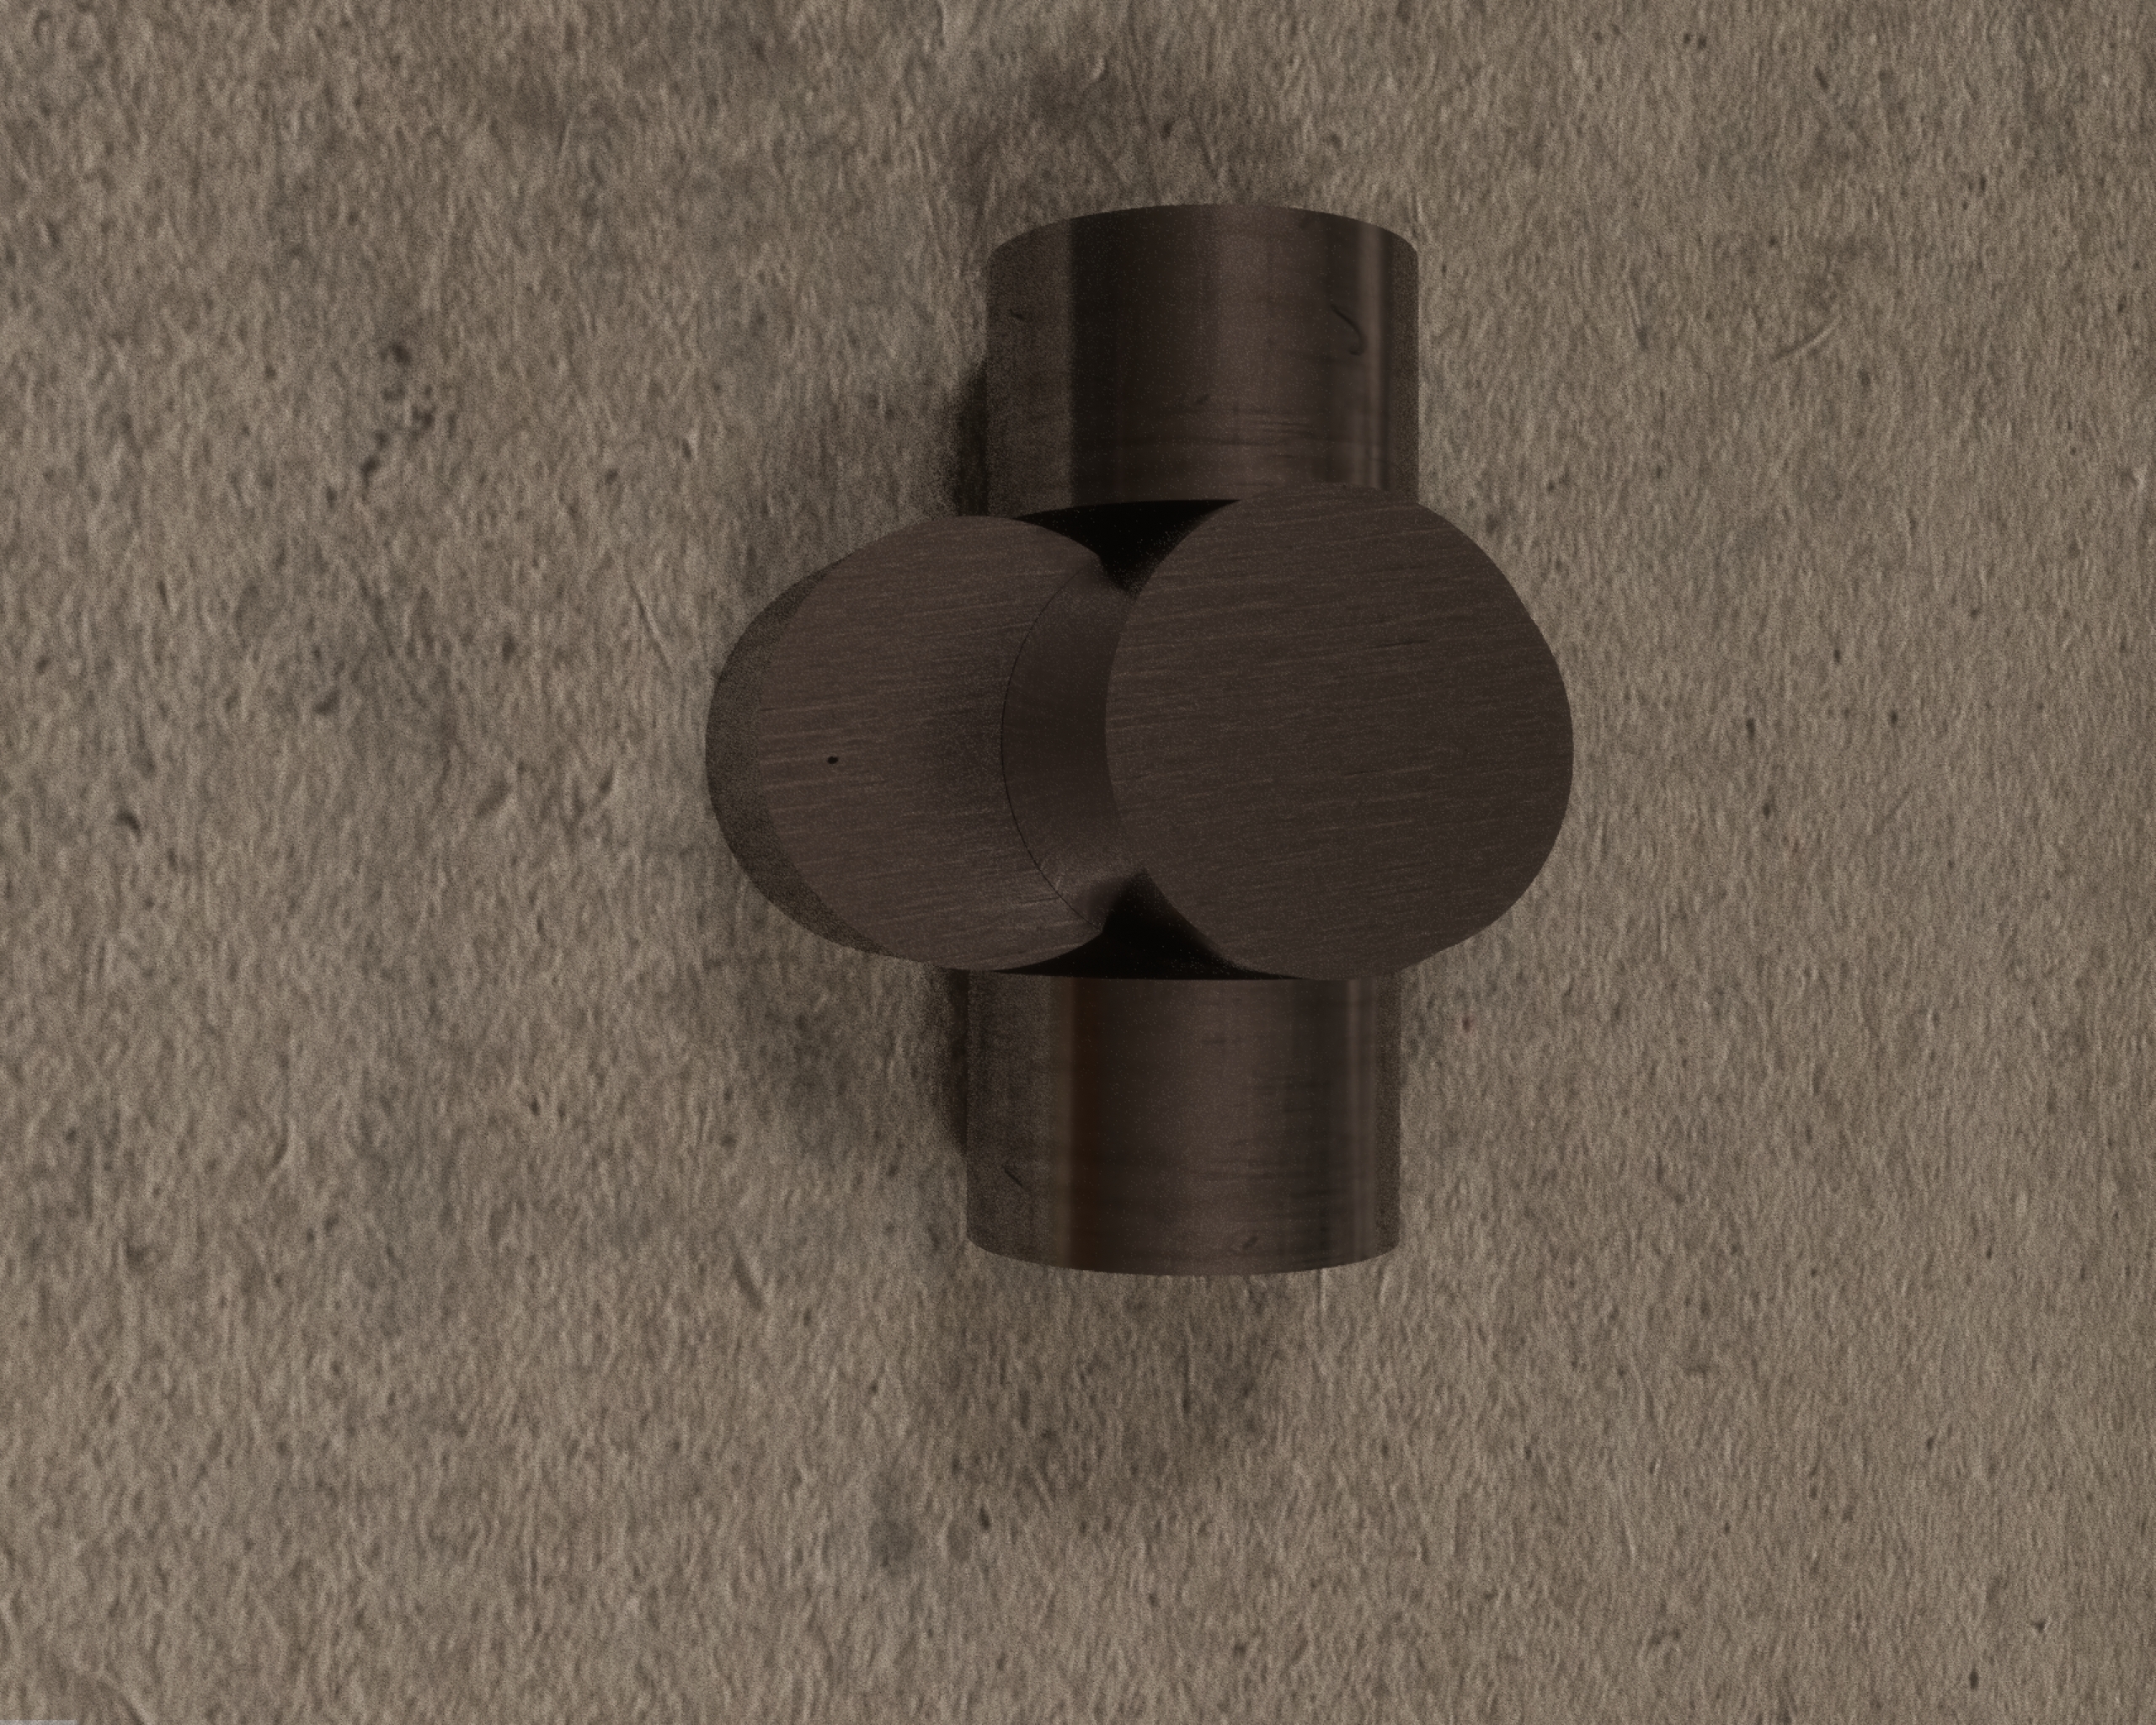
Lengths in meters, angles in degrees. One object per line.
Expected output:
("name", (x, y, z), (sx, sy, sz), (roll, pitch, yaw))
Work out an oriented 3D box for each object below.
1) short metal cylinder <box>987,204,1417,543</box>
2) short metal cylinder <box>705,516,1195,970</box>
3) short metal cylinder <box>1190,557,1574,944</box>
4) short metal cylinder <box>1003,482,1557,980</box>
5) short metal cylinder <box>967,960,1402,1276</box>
("short metal cylinder", (0.023, -0.086, 0.391), (0.081, 0.080, 0.050), (0, 90, -20))
("short metal cylinder", (-0.025, -0.021, 0.388), (0.081, 0.050, 0.079), (0, 90, -21))
("short metal cylinder", (0.050, -0.022, 0.417), (0.081, 0.050, 0.079), (0, 90, -21))
("short metal cylinder", (0.033, -0.021, 0.356), (0.081, 0.050, 0.079), (0, 90, -21))
("short metal cylinder", (0.020, 0.044, 0.390), (0.081, 0.080, 0.050), (0, 90, -20))
